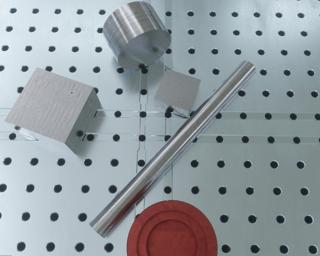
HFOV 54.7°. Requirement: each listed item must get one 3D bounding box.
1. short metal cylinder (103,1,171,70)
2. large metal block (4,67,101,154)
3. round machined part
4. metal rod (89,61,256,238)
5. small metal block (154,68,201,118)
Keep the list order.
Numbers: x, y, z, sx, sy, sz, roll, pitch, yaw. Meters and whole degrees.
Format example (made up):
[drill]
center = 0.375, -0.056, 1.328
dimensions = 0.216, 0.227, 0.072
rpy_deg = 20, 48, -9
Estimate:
[short metal cylinder]
center = -0.032, -0.125, 0.428
dimensions = 0.080, 0.080, 0.050
rpy_deg = -26, 72, -9
[large metal block]
center = -0.136, -0.022, 0.405
dimensions = 0.080, 0.050, 0.080
rpy_deg = 20, 71, 6
[round machined part]
center = 0.013, 0.134, 0.354
dimensions = 0.099, 0.042, 0.098
rpy_deg = 0, 70, -1
[metal rod]
center = 0.026, 0.017, 0.405
dimensions = 0.025, 0.025, 0.301
rpy_deg = 40, 74, 13
[small metal block]
center = 0.024, -0.048, 0.430
dimensions = 0.050, 0.025, 0.050
rpy_deg = 20, 71, 6
